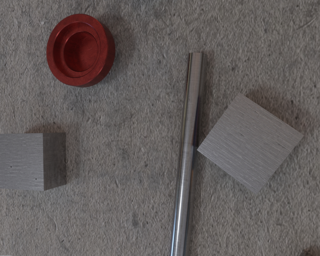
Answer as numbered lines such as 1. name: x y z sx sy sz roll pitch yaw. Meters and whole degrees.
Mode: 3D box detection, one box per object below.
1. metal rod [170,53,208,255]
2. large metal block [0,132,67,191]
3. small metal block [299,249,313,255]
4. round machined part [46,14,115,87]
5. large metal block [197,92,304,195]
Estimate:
1. metal rod: 0.034 0.056 0.396 0.025 0.025 0.298 6 92 20
2. large metal block: -0.190 0.047 0.463 0.080 0.050 0.080 -1 90 20
3. small metal block: 0.173 0.176 0.348 0.050 0.025 0.050 31 100 17
4. round machined part: -0.106 -0.106 0.437 0.098 0.042 0.097 0 90 20
5. large metal block: 0.104 0.016 0.359 0.080 0.050 0.080 38 102 16
